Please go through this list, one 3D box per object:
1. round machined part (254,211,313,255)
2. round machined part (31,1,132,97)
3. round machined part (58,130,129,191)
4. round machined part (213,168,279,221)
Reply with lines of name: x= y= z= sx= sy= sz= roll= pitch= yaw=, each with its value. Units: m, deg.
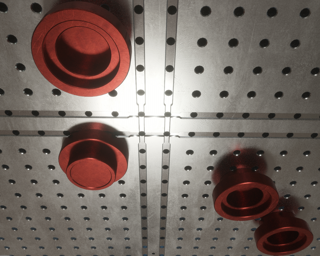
round machined part: x=0.222 y=0.190 z=0.566 sx=0.099 sy=0.042 sz=0.097 roll=-1 pitch=130 yaw=0
round machined part: x=-0.079 y=-0.085 z=0.327 sx=0.099 sy=0.042 sz=0.097 roll=-1 pitch=130 yaw=0
round machined part: x=-0.096 y=0.052 z=0.444 sx=0.099 sy=0.042 sz=0.097 roll=0 pitch=130 yaw=0
round machined part: x=0.132 y=0.101 z=0.489 sx=0.099 sy=0.042 sz=0.097 roll=-1 pitch=130 yaw=0
